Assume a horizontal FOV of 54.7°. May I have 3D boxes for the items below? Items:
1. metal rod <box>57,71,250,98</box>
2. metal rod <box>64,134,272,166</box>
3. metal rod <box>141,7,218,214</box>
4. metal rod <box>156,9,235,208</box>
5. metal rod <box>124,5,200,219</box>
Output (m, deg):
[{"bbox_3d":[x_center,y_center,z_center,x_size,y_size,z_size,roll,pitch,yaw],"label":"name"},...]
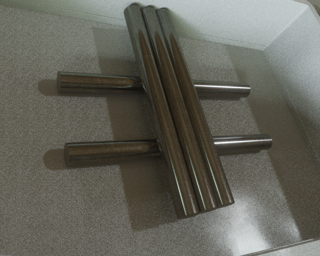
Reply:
[{"bbox_3d":[0.010,-0.060,0.446,0.303,0.025,0.025,-2,63,-29],"label":"metal rod"},{"bbox_3d":[0.032,0.025,0.406,0.303,0.025,0.025,-1,63,-29],"label":"metal rod"},{"bbox_3d":[0.017,-0.040,0.404,0.025,0.025,0.299,-1,62,-29],"label":"metal rod"},{"bbox_3d":[0.038,-0.042,0.417,0.025,0.025,0.299,-1,62,-29],"label":"metal rod"},{"bbox_3d":[-0.005,-0.038,0.391,0.025,0.025,0.299,-1,62,-29],"label":"metal rod"}]
